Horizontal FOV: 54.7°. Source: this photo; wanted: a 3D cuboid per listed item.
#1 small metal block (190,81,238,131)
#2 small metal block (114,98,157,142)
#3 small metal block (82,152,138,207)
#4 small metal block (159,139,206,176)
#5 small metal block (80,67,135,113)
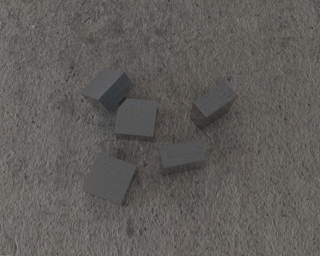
[{"bbox_3d":[0.069,-0.027,0.405,0.050,0.050,0.025,-35,74,-12],"label":"small metal block"},{"bbox_3d":[-0.031,-0.010,0.412,0.050,0.025,0.050,5,70,2],"label":"small metal block"},{"bbox_3d":[-0.061,0.064,0.384,0.050,0.025,0.050,20,71,7],"label":"small metal block"},{"bbox_3d":[0.026,0.038,0.381,0.050,0.050,0.025,-11,71,-4],"label":"small metal block"},{"bbox_3d":[-0.071,-0.052,0.413,0.050,0.025,0.050,22,67,47],"label":"small metal block"}]
